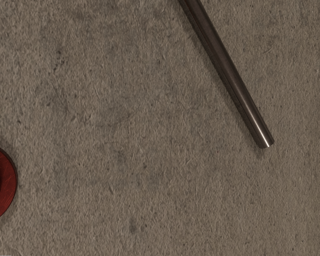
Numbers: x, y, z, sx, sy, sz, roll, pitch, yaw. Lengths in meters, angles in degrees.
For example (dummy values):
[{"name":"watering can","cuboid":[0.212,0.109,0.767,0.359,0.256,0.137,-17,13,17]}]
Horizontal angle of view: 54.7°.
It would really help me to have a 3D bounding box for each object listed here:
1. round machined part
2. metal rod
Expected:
[{"name":"round machined part","cuboid":[-0.204,0.061,0.325,0.099,0.042,0.097,0,90,-21]},{"name":"metal rod","cuboid":[0.086,-0.101,0.441,0.025,0.025,0.299,-35,102,-17]}]
